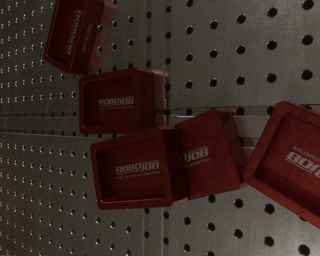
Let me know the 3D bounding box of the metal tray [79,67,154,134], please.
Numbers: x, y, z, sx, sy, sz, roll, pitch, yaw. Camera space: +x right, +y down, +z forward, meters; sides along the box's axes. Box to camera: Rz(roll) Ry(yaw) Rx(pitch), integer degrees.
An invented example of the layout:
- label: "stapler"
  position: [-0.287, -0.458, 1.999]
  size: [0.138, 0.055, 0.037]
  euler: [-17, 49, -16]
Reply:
- label: "metal tray"
  position: [-0.068, -0.036, 0.459]
  size: [0.130, 0.030, 0.089]
  euler: [-1, 90, 39]

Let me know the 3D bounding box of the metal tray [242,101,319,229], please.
- label: "metal tray"
  position: [0.152, 0.041, 0.279]
  size: [0.130, 0.030, 0.089]
  euler: [32, 110, 34]

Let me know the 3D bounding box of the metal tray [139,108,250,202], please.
- label: "metal tray"
  position: [0.035, 0.040, 0.376]
  size: [0.130, 0.030, 0.090]
  euler: [-23, 75, 37]

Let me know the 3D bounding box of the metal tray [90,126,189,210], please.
- label: "metal tray"
  position: [-0.031, 0.053, 0.390]
  size: [0.130, 0.030, 0.090]
  euler: [-15, 81, 39]

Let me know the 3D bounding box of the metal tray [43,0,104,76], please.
- label: "metal tray"
  position: [-0.150, -0.164, 0.526]
  size: [0.090, 0.030, 0.129]
  euler: [31, 109, 35]
